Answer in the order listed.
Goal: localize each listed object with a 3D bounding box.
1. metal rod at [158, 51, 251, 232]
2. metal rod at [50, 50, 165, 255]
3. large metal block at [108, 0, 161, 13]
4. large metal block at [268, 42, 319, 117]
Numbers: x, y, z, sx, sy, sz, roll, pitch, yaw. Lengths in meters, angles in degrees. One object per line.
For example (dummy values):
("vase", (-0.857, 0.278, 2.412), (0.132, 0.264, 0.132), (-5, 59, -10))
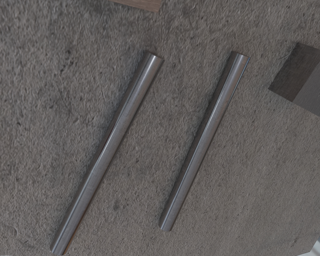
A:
("metal rod", (0.058, 0.033, 0.460), (0.025, 0.025, 0.298), (7, 115, -32))
("metal rod", (-0.074, 0.043, 0.394), (0.025, 0.025, 0.298), (17, 109, -35))
("large metal block", (-0.037, -0.156, 0.275), (0.081, 0.050, 0.079), (2, 117, -30))
("large metal block", (0.228, -0.073, 0.473), (0.081, 0.050, 0.080), (17, 109, -35))
